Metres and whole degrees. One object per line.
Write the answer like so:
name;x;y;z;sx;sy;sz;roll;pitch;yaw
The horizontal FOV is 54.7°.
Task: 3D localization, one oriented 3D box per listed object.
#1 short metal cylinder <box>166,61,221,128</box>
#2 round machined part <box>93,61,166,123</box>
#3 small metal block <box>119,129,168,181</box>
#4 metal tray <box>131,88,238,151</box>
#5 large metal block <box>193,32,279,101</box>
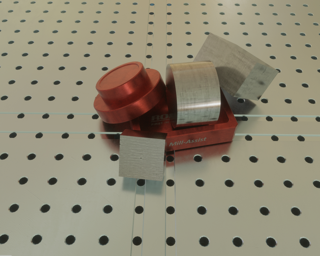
short metal cylinder;0.038;-0.042;0.386;0.050;0.080;0.080;-6;50;-6
round machined part;-0.045;-0.053;0.411;0.098;0.042;0.098;-19;33;13
small metal block;-0.019;0.031;0.358;0.050;0.050;0.025;6;16;5
metal tray;0.026;-0.017;0.415;0.131;0.030;0.090;-9;51;-8
large metal block;0.105;-0.083;0.432;0.081;0.050;0.080;0;38;-51
